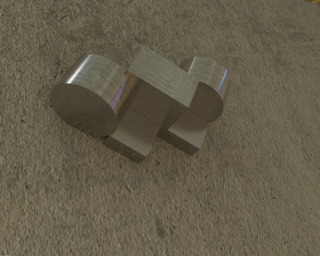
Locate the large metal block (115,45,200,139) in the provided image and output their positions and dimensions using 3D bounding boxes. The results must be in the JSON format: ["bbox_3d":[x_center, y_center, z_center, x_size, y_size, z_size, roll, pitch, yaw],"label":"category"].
[{"bbox_3d":[-0.010,-0.042,0.391,0.080,0.080,0.050,31,52,-9],"label":"large metal block"}]

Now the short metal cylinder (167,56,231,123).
[{"bbox_3d":[0.053,-0.051,0.430,0.080,0.080,0.050,31,52,-9],"label":"short metal cylinder"}]

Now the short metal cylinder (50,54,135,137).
[{"bbox_3d":[-0.075,-0.035,0.351,0.080,0.080,0.050,31,52,-9],"label":"short metal cylinder"}]

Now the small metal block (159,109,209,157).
[{"bbox_3d":[0.034,0.003,0.422,0.050,0.025,0.050,31,52,-8],"label":"small metal block"}]

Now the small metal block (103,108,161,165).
[{"bbox_3d":[-0.034,0.009,0.382,0.050,0.025,0.050,31,52,-8],"label":"small metal block"}]
